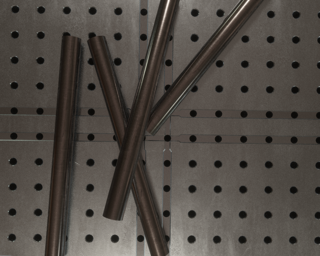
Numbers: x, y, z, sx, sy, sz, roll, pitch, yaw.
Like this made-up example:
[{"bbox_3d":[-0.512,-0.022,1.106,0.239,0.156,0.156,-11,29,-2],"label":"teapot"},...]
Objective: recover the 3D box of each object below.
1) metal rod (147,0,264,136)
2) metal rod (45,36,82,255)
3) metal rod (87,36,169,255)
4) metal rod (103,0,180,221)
[{"bbox_3d":[0.076,-0.113,0.414,0.025,0.025,0.300,39,90,-1],"label":"metal rod"},{"bbox_3d":[-0.129,0.030,0.411,0.025,0.025,0.298,5,90,-1],"label":"metal rod"},{"bbox_3d":[-0.042,0.025,0.412,0.025,0.025,0.298,-17,90,0],"label":"metal rod"},{"bbox_3d":[-0.021,-0.035,0.395,0.025,0.025,0.299,14,83,-1],"label":"metal rod"}]
